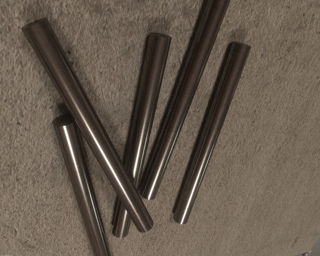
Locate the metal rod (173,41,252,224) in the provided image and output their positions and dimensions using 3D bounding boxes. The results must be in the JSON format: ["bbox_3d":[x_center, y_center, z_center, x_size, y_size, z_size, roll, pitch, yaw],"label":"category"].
[{"bbox_3d":[0.070,0.022,0.461,0.025,0.025,0.298,1,118,-29],"label":"metal rod"}]

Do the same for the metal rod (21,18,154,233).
[{"bbox_3d":[-0.068,0.021,0.363,0.025,0.025,0.299,-29,122,-11],"label":"metal rod"}]

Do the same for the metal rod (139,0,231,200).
[{"bbox_3d":[0.027,-0.032,0.403,0.025,0.025,0.298,5,116,-31],"label":"metal rod"}]

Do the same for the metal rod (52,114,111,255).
[{"bbox_3d":[-0.096,0.115,0.426,0.025,0.025,0.298,-18,126,-19],"label":"metal rod"}]

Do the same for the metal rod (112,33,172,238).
[{"bbox_3d":[-0.030,0.028,0.408,0.025,0.025,0.298,-2,119,-28],"label":"metal rod"}]
